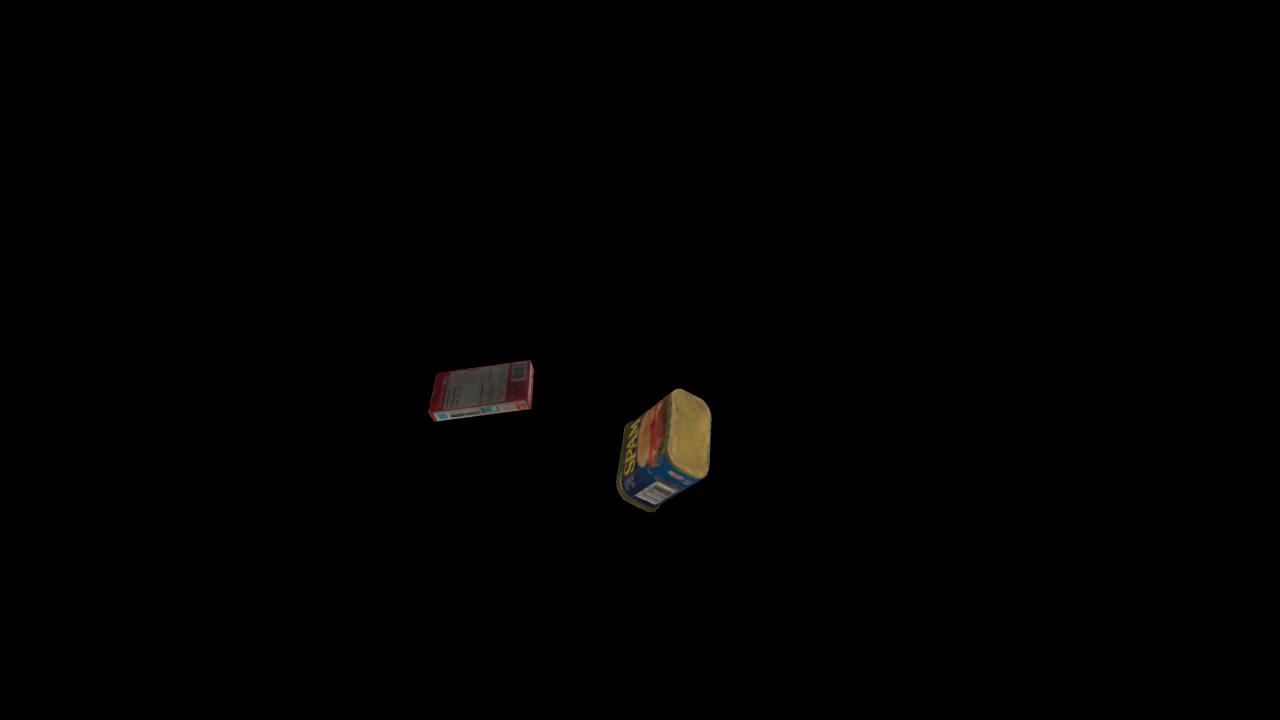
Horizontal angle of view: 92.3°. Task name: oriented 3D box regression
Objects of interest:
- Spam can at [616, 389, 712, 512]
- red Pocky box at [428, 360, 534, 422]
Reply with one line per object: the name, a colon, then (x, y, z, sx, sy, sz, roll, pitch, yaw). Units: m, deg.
Spam can: (0.026, 0.091, 0.631, 0.058, 0.101, 0.085, 29, -46, -22)
red Pocky box: (-0.243, 0.047, 0.952, 0.155, 0.083, 0.028, -8, -41, 4)
